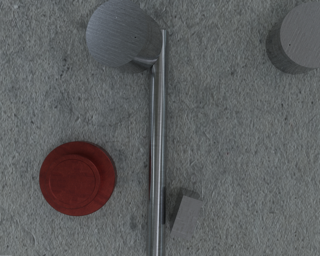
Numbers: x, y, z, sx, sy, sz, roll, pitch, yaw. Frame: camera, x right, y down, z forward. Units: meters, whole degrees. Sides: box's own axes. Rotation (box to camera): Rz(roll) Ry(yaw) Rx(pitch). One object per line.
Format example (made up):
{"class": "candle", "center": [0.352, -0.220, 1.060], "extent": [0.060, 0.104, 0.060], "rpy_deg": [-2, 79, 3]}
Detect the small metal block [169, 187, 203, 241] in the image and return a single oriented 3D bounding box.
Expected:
{"class": "small metal block", "center": [0.032, 0.108, 0.398], "extent": [0.025, 0.050, 0.050], "rpy_deg": [18, 90, 0]}

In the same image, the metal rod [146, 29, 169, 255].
{"class": "metal rod", "center": [-0.003, 0.022, 0.409], "extent": [0.025, 0.025, 0.298], "rpy_deg": [1, 90, 0]}

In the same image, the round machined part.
{"class": "round machined part", "center": [-0.108, 0.066, 0.401], "extent": [0.099, 0.042, 0.097], "rpy_deg": [0, 90, 0]}

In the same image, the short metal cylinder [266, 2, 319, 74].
{"class": "short metal cylinder", "center": [0.185, -0.113, 0.399], "extent": [0.081, 0.050, 0.079], "rpy_deg": [0, 90, 0]}

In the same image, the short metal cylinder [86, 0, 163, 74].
{"class": "short metal cylinder", "center": [-0.043, -0.111, 0.384], "extent": [0.080, 0.050, 0.080], "rpy_deg": [0, 90, 21]}
